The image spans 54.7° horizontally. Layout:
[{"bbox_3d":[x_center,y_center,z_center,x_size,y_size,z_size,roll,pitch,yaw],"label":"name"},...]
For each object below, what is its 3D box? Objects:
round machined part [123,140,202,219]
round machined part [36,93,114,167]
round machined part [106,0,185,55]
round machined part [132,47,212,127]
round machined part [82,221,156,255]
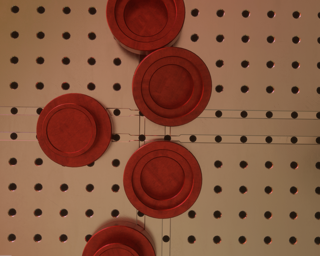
[{"bbox_3d":[0.003,0.064,0.405,0.099,0.042,0.097,0,90,-1],"label":"round machined part"},{"bbox_3d":[-0.112,0.003,0.403,0.099,0.042,0.097,0,90,-1],"label":"round machined part"},{"bbox_3d":[-0.018,-0.143,0.404,0.099,0.042,0.097,0,89,0],"label":"round machined part"},{"bbox_3d":[0.013,-0.054,0.397,0.099,0.042,0.097,-2,104,-6],"label":"round machined part"},{"bbox_3d":[-0.054,0.176,0.404,0.099,0.042,0.097,0,90,-1],"label":"round machined part"}]
